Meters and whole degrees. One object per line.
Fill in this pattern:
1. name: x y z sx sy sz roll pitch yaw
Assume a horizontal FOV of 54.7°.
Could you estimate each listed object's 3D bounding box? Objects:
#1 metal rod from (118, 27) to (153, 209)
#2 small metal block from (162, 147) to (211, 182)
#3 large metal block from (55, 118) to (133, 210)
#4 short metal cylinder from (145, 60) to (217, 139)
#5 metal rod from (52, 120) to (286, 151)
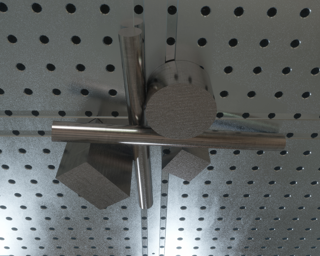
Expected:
1. metal rod: -0.028 0.012 0.422 0.025 0.025 0.298 -1 130 1
2. small metal block: 0.037 0.047 0.454 0.050 0.025 0.050 26 125 -21
3. large metal block: -0.082 0.048 0.414 0.050 0.080 0.080 -28 125 21
4. short metal cylinder: 0.024 -0.033 0.368 0.081 0.050 0.079 0 130 0
5. metal rod: 0.021 0.012 0.397 0.302 0.025 0.025 3 131 -13
